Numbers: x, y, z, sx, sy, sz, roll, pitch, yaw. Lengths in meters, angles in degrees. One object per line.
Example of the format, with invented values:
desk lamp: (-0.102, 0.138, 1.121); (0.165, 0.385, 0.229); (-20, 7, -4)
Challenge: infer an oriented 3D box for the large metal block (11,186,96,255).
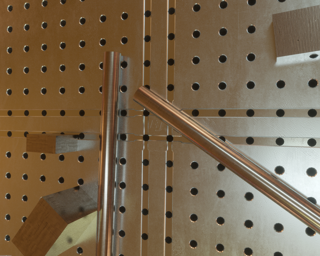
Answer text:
large metal block: (-0.141, 0.134, 0.433); (0.050, 0.080, 0.080); (40, 103, 15)

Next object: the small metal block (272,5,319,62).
small metal block: (0.158, -0.107, 0.356); (0.050, 0.025, 0.050); (-6, 88, 20)

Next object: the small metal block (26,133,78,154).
small metal block: (-0.158, 0.022, 0.455); (0.050, 0.050, 0.025); (2, 91, 20)

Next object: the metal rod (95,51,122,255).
metal rod: (-0.073, 0.044, 0.438); (0.025, 0.025, 0.298); (3, 91, 20)

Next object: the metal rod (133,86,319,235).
metal rod: (0.088, 0.038, 0.381); (0.300, 0.025, 0.025); (36, 102, 16)
